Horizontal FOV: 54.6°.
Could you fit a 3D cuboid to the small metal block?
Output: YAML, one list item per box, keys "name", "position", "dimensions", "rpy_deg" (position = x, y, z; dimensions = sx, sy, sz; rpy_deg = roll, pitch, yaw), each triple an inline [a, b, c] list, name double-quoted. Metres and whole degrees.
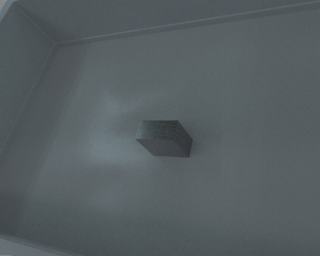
- name: "small metal block"
  position: [0.006, 0.014, 0.379]
  dimensions: [0.050, 0.050, 0.025]
  rpy_deg: [1, 62, 29]
